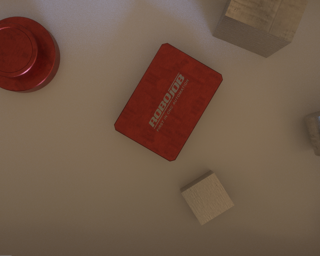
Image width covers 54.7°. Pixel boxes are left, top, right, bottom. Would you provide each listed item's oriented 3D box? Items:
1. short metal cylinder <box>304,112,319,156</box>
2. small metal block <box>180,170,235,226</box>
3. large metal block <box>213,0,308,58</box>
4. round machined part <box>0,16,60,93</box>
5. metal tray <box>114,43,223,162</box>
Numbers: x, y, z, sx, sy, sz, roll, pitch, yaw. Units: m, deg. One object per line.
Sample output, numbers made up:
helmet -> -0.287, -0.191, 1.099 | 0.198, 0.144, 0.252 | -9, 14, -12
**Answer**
short metal cylinder -> 0.230, 0.000, 0.387 | 0.080, 0.080, 0.050 | -17, 90, 0
small metal block -> 0.062, 0.092, 0.412 | 0.050, 0.025, 0.050 | -32, 90, -1
large metal block -> 0.119, -0.134, 0.385 | 0.080, 0.080, 0.050 | 22, 90, -1
round machined part -> -0.185, -0.096, 0.400 | 0.099, 0.042, 0.097 | 0, 90, -1
metal tray -> 0.011, -0.033, 0.409 | 0.090, 0.030, 0.130 | 31, 90, -1
